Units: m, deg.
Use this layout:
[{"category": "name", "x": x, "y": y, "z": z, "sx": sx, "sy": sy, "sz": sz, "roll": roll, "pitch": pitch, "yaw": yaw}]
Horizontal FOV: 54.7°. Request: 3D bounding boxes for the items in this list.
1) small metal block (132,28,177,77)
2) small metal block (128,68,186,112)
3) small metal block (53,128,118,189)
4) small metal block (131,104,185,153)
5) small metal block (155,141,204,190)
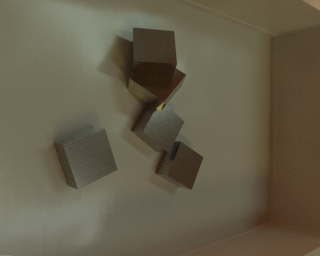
[{"category": "small metal block", "x": -0.008, "y": -0.092, "z": 0.374, "sx": 0.050, "sy": 0.025, "sz": 0.050, "roll": 2, "pitch": 64, "yaw": -10}, {"category": "small metal block", "x": -0.004, "y": -0.057, "z": 0.386, "sx": 0.050, "sy": 0.025, "sz": 0.050, "roll": 34, "pitch": 63, "yaw": 7}, {"category": "small metal block", "x": -0.080, "y": 0.032, "z": 0.339, "sx": 0.050, "sy": 0.025, "sz": 0.050, "roll": -24, "pitch": 105, "yaw": -37}, {"category": "small metal block", "x": -0.002, "y": -0.002, "z": 0.405, "sx": 0.050, "sy": 0.025, "sz": 0.050, "roll": 42, "pitch": 65, "yaw": -32}, {"category": "small metal block", "x": 0.028, "y": 0.052, "z": 0.430, "sx": 0.050, "sy": 0.025, "sz": 0.050, "roll": 35, "pitch": 68, "yaw": -34}]
